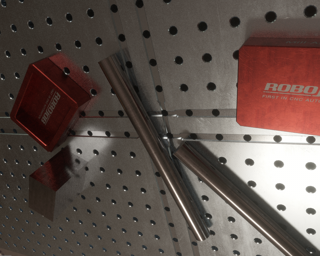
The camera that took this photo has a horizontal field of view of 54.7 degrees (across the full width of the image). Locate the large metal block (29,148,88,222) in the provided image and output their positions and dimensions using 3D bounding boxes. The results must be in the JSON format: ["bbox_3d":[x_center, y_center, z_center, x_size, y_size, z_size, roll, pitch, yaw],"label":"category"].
[{"bbox_3d":[-0.171,0.095,0.522,0.050,0.080,0.079,28,128,10],"label":"large metal block"}]

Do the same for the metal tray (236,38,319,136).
[{"bbox_3d":[0.145,-0.040,0.307,0.130,0.030,0.089,8,122,23],"label":"metal tray"}]

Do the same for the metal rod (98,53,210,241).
[{"bbox_3d":[-0.001,0.038,0.433,0.025,0.025,0.299,-16,111,34],"label":"metal rod"}]

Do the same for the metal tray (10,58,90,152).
[{"bbox_3d":[-0.173,-0.031,0.477,0.090,0.030,0.129,42,129,-1],"label":"metal tray"}]

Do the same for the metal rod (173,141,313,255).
[{"bbox_3d":[0.137,0.126,0.416,0.300,0.025,0.025,42,129,-2],"label":"metal rod"}]
